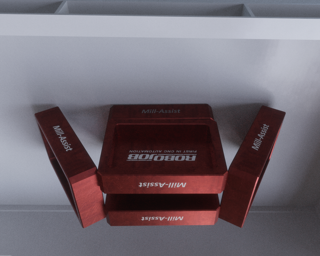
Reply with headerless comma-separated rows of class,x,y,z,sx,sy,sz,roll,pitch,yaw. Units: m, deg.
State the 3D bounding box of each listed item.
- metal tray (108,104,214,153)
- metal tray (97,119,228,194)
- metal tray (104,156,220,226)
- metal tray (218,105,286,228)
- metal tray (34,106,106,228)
metal tray,0.002,0.013,0.415,0.131,0.030,0.089,-1,130,-1
metal tray,0.003,0.029,0.349,0.131,0.090,0.030,0,130,-1
metal tray,0.002,0.075,0.388,0.131,0.090,0.030,0,130,-1
metal tray,0.113,0.043,0.378,0.030,0.131,0.089,20,134,22
metal tray,-0.110,0.044,0.377,0.030,0.130,0.089,-22,136,-24
